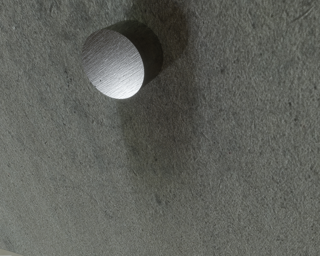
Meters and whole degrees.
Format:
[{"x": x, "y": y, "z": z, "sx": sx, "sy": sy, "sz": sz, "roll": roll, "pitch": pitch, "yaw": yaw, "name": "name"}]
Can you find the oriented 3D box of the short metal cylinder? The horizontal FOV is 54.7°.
[{"x": -0.043, "y": -0.081, "z": 0.363, "sx": 0.080, "sy": 0.050, "sz": 0.079, "roll": 13, "pitch": 124, "yaw": 21, "name": "short metal cylinder"}]
